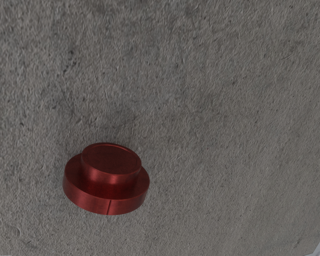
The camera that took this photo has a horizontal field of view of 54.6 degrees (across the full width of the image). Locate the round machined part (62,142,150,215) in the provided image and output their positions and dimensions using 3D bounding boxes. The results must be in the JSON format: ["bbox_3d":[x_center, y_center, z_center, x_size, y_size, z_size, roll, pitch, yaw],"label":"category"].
[{"bbox_3d":[-0.059,0.051,0.358,0.099,0.098,0.042,2,117,-30],"label":"round machined part"}]
